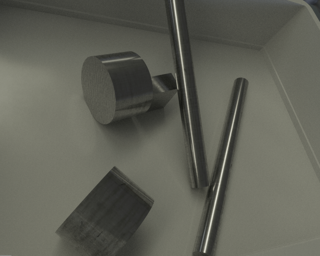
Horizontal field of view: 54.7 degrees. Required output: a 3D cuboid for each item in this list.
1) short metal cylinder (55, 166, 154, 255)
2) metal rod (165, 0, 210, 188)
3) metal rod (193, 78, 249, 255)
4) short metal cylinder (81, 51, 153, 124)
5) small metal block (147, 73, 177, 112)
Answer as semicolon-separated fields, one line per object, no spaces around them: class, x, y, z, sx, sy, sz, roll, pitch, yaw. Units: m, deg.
short metal cylinder;-0.051;0.082;0.294;0.050;0.080;0.080;41;51;-1
metal rod;0.031;-0.074;0.394;0.025;0.025;0.298;-8;89;-32
metal rod;0.094;0.033;0.437;0.025;0.025;0.300;30;52;-10
short metal cylinder;-0.053;-0.049;0.373;0.050;0.080;0.080;-18;72;-35
small metal block;-0.009;-0.045;0.414;0.050;0.050;0.025;-18;72;-35
